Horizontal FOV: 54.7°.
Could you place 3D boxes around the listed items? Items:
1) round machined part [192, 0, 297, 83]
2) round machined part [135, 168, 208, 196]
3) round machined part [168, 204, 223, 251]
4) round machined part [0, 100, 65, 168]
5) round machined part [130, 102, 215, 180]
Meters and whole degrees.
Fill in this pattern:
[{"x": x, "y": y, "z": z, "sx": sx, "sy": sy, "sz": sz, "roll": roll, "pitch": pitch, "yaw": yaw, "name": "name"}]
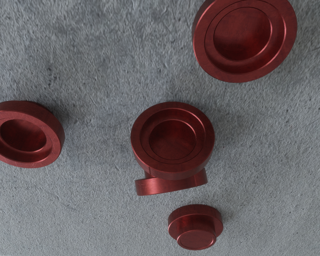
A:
[{"x": 0.081, "y": -0.098, "z": 0.313, "sx": 0.099, "sy": 0.042, "sz": 0.097, "roll": 0, "pitch": 130, "yaw": 0, "name": "round machined part"}, {"x": 0.014, "y": 0.063, "z": 0.427, "sx": 0.099, "sy": 0.042, "sz": 0.098, "roll": -10, "pitch": 172, "yaw": -1, "name": "round machined part"}, {"x": 0.064, "y": 0.182, "z": 0.551, "sx": 0.099, "sy": 0.042, "sz": 0.097, "roll": 0, "pitch": 130, "yaw": 0, "name": "round machined part"}, {"x": -0.172, "y": 0.004, "z": 0.397, "sx": 0.099, "sy": 0.042, "sz": 0.097, "roll": 0, "pitch": 130, "yaw": 0, "name": "round machined part"}, {"x": 0.015, "y": 0.019, "z": 0.379, "sx": 0.099, "sy": 0.098, "sz": 0.042, "roll": -2, "pitch": 148, "yaw": 1, "name": "round machined part"}]
